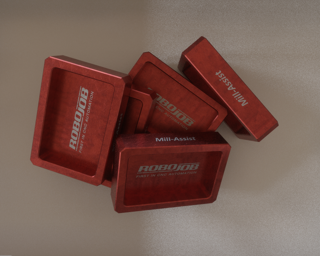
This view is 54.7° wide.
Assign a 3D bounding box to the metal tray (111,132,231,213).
[{"bbox_3d":[0.011,0.052,0.368,0.131,0.030,0.089,-1,119,-19],"label":"metal tray"}]

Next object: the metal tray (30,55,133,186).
[{"bbox_3d":[-0.091,-0.008,0.353,0.090,0.030,0.129,17,108,6],"label":"metal tray"}]

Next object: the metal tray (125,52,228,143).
[{"bbox_3d":[0.010,-0.025,0.402,0.130,0.030,0.090,36,98,-1],"label":"metal tray"}]

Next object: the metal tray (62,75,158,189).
[{"bbox_3d":[-0.065,0.005,0.384,0.090,0.030,0.129,19,108,5],"label":"metal tray"}]

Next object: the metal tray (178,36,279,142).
[{"bbox_3d":[0.077,-0.043,0.379,0.030,0.090,0.130,-41,91,0],"label":"metal tray"}]
